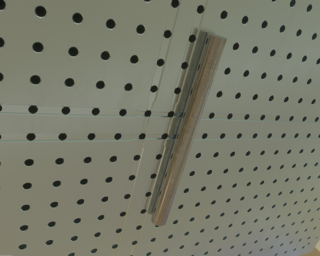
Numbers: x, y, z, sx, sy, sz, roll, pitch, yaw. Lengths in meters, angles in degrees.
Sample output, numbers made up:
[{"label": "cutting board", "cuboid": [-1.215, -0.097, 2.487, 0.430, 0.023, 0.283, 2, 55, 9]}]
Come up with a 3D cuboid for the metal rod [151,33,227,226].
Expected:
[{"label": "metal rod", "cuboid": [0.034, 0.019, 0.440, 0.025, 0.025, 0.298, 1, 118, -29]}]
